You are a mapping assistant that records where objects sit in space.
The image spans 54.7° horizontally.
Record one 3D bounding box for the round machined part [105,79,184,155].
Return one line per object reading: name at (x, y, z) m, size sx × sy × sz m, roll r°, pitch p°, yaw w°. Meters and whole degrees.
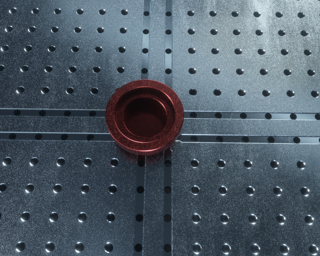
round machined part at (-0.019, -0.011, 0.407) m, size 0.099 × 0.042 × 0.098 m, roll 0°, pitch 70°, yaw -1°
